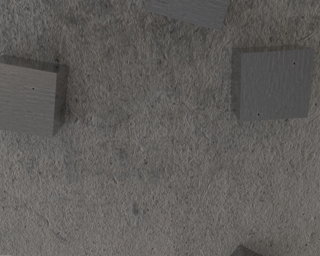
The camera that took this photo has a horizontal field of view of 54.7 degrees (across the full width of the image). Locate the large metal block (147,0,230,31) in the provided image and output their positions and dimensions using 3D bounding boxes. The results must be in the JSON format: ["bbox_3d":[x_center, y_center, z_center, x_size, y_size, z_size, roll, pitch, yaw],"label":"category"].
[{"bbox_3d":[0.036,-0.158,0.338,0.080,0.050,0.079,14,110,-5],"label":"large metal block"}]

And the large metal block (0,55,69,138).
[{"bbox_3d":[-0.162,-0.040,0.380,0.081,0.050,0.079,10,110,-4],"label":"large metal block"}]

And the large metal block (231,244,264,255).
[{"bbox_3d":[0.142,0.245,0.488,0.080,0.050,0.080,28,108,-10],"label":"large metal block"}]

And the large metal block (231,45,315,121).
[{"bbox_3d":[0.132,-0.056,0.377,0.080,0.050,0.079,-3,110,1],"label":"large metal block"}]
